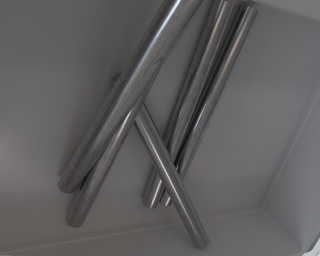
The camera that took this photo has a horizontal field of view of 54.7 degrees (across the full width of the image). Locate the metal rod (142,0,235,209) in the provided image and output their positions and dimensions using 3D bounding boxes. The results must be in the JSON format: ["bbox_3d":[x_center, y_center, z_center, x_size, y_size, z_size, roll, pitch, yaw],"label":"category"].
[{"bbox_3d":[0.030,-0.016,0.414,0.025,0.025,0.298,5,116,-31],"label":"metal rod"}]

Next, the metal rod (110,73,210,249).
[{"bbox_3d":[0.011,0.061,0.419,0.025,0.025,0.299,-30,119,-9],"label":"metal rod"}]

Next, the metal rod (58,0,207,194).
[{"bbox_3d":[-0.043,-0.016,0.296,0.025,0.025,0.298,8,139,-32],"label":"metal rod"}]

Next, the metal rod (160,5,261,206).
[{"bbox_3d":[0.060,-0.016,0.430,0.025,0.025,0.298,8,114,-32],"label":"metal rod"}]

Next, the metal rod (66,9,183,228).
[{"bbox_3d":[-0.052,0.009,0.357,0.025,0.025,0.298,10,122,-33],"label":"metal rod"}]
